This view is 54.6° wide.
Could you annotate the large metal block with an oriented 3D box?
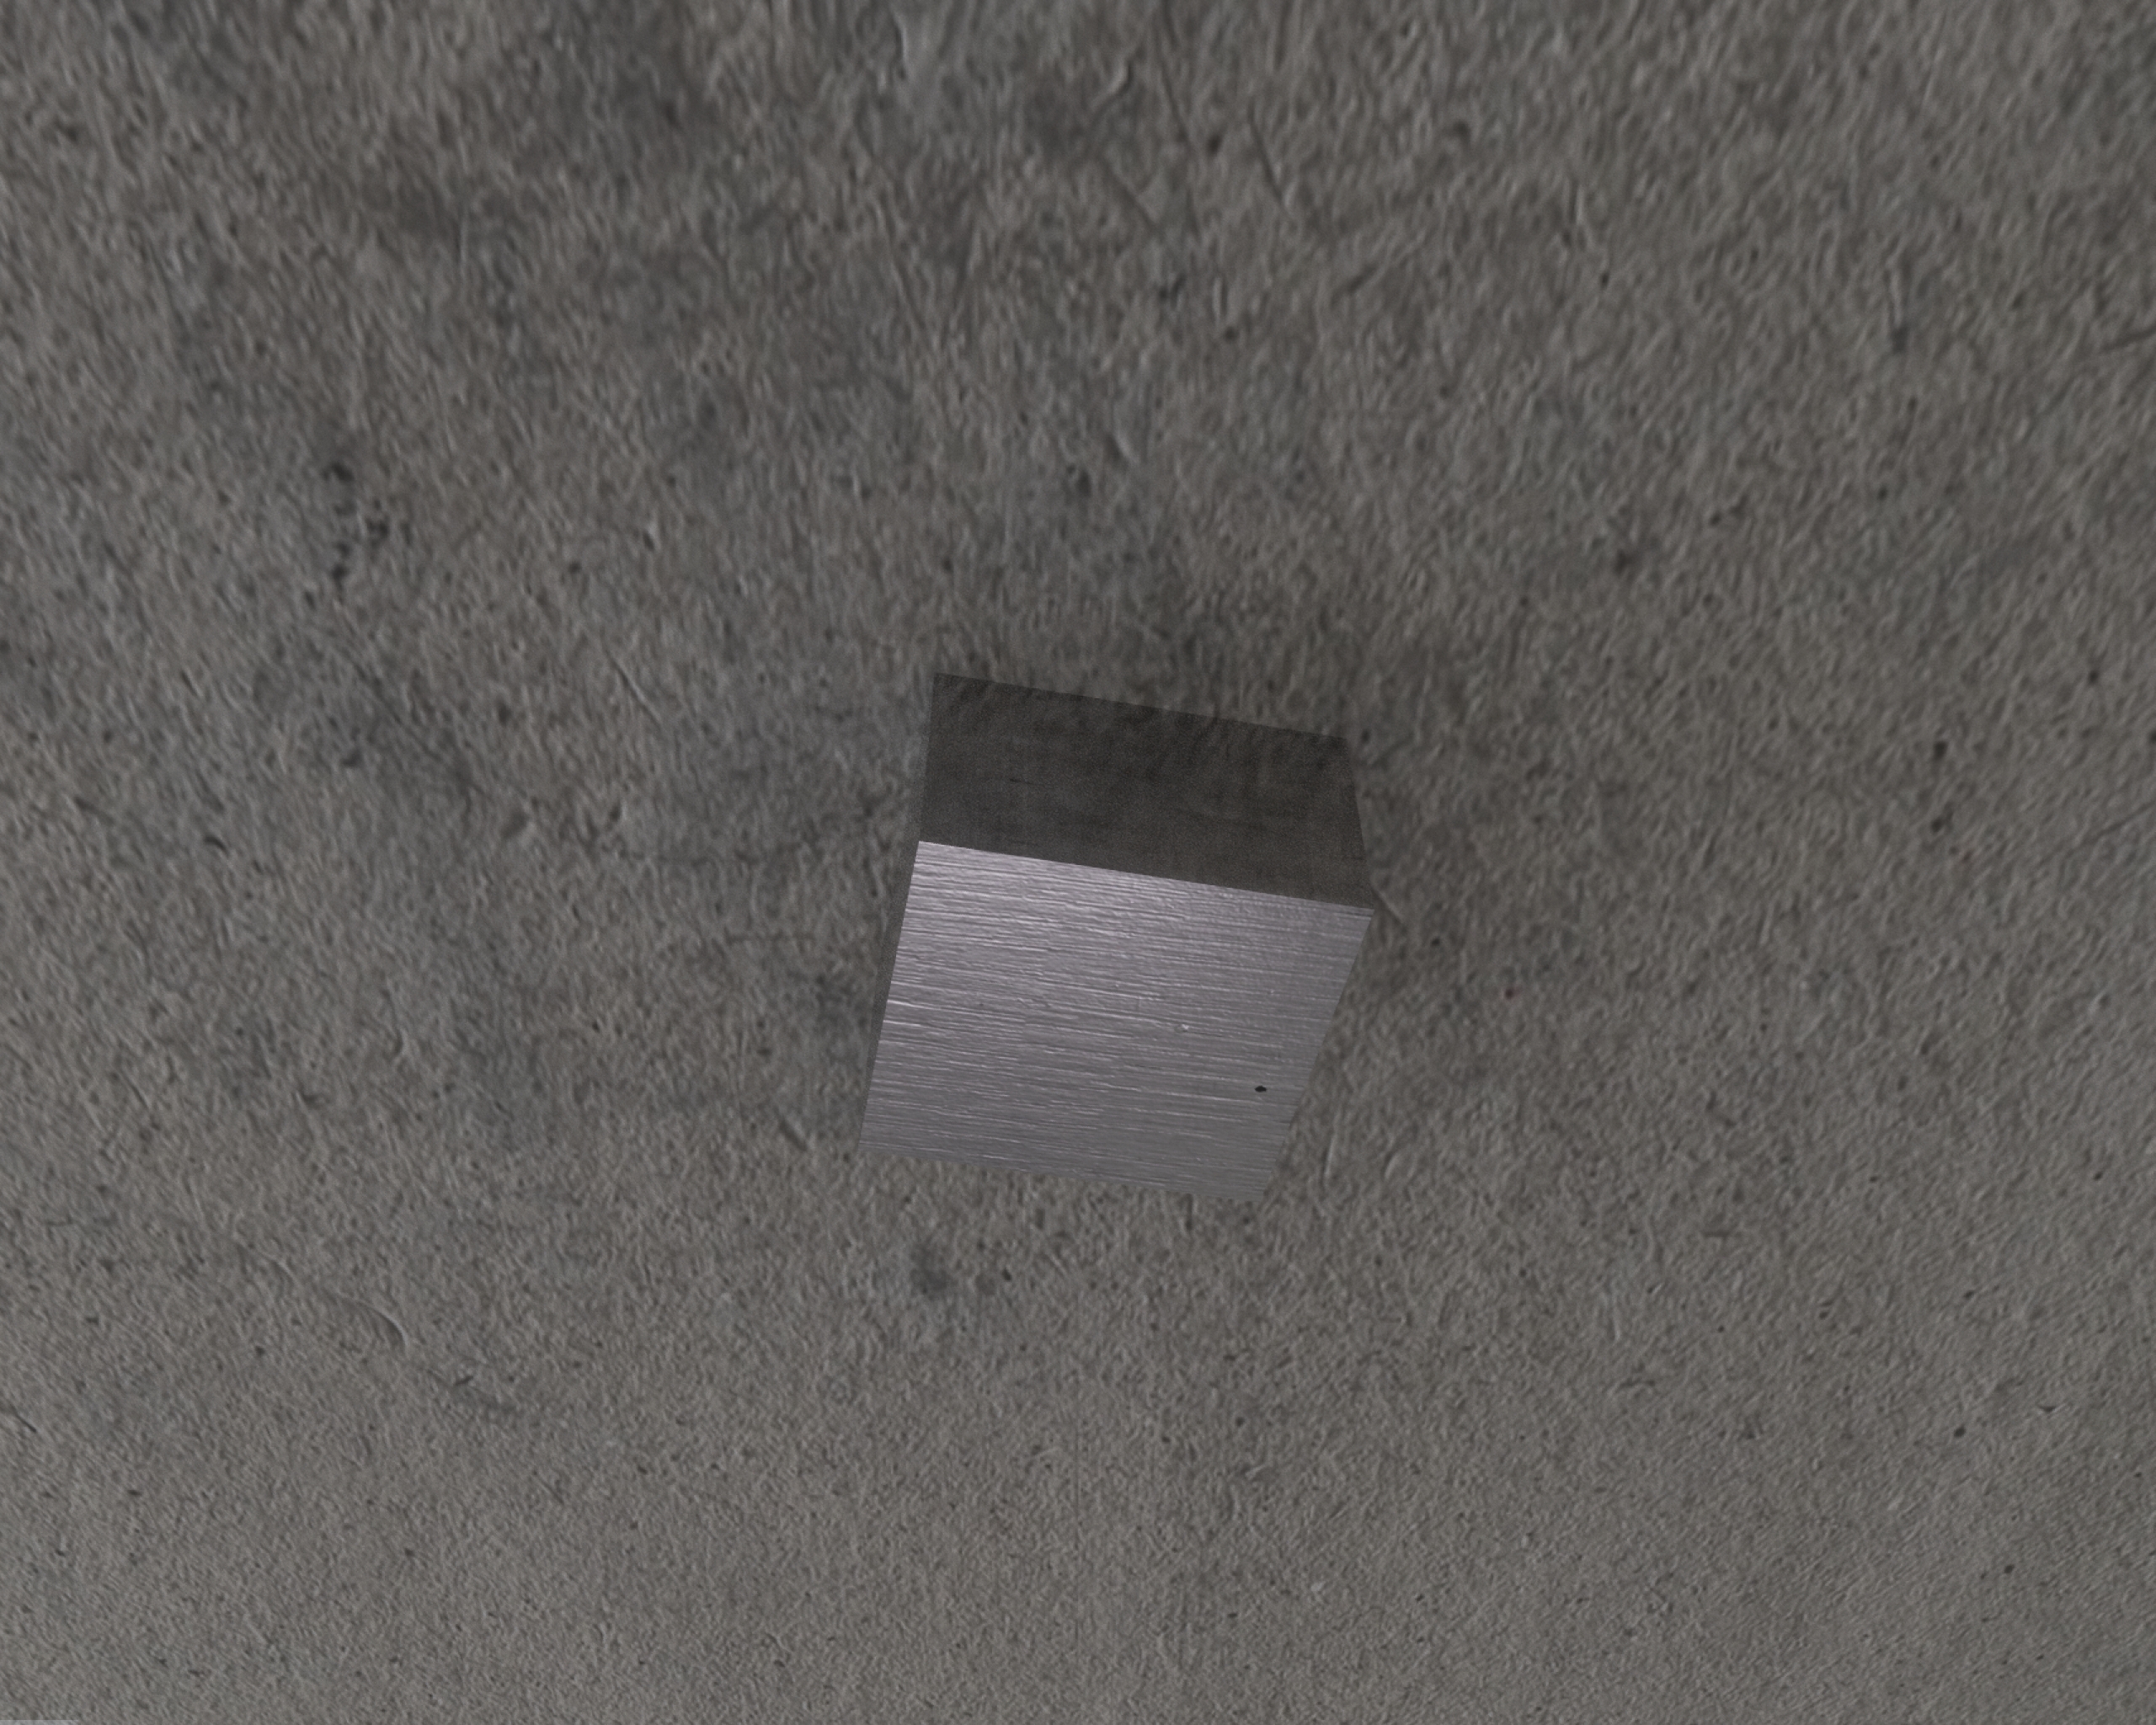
[{"bbox_3d":[0.005,0.016,0.404,0.080,0.050,0.079,9,130,-8],"label":"large metal block"}]
